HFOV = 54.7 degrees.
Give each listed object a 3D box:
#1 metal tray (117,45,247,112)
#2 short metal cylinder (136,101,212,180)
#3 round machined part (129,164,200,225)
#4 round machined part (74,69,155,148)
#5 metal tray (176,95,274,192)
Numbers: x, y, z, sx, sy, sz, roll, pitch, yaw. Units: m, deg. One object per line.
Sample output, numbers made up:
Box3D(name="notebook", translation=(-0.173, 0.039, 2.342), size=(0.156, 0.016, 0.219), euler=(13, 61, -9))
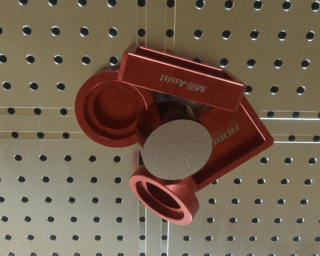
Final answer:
Box3D(name="metal tray", translation=(0.023, -0.061, 0.356), size=(0.131, 0.090, 0.030), euler=(14, 110, -6))
Box3D(name="short metal cylinder", translation=(0.015, 0.014, 0.366), size=(0.081, 0.050, 0.079), euler=(-6, 120, -11))
Box3D(name="round machined part", translation=(0.010, 0.082, 0.416), size=(0.098, 0.042, 0.097), euler=(26, 145, 20))
Box3D(name="round machined part", translation=(-0.054, -0.027, 0.394), size=(0.099, 0.042, 0.097), euler=(0, 110, -1))
Box3D(name="metal tray", translation=(0.072, 0.017, 0.417), size=(0.130, 0.030, 0.090), euler=(-35, 107, 11))
